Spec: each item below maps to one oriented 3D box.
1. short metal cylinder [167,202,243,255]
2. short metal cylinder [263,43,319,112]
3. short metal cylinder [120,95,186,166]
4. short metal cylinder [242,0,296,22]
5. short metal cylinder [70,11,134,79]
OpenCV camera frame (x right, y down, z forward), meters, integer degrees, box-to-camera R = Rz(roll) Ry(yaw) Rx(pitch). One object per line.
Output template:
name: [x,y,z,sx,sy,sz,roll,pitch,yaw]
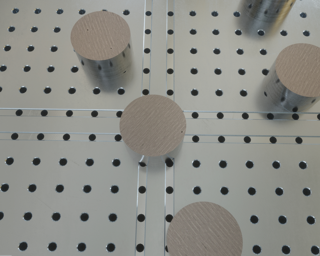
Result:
short metal cylinder: [0.048,0.127,0.352,0.081,0.050,0.080,0,70,0]
short metal cylinder: [0.190,-0.068,0.424,0.081,0.050,0.080,0,70,0]
short metal cylinder: [-0.008,0.004,0.397,0.081,0.050,0.080,0,70,0]
short metal cylinder: [0.172,-0.212,0.477,0.081,0.050,0.080,0,70,0]
short metal cylinder: [-0.080,-0.117,0.441,0.081,0.050,0.080,0,70,0]
